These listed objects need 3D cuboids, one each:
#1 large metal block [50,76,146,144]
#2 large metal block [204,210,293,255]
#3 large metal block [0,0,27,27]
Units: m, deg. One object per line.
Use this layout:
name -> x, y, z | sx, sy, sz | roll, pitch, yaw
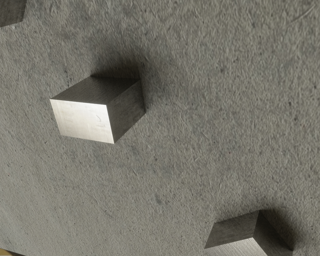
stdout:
large metal block -> -0.075, -0.027, 0.394 | 0.080, 0.080, 0.050 | 7, 122, 24
large metal block -> 0.123, 0.170, 0.431 | 0.080, 0.050, 0.080 | -33, 100, 38
large metal block -> -0.216, -0.186, 0.389 | 0.080, 0.050, 0.080 | 38, 129, 2
